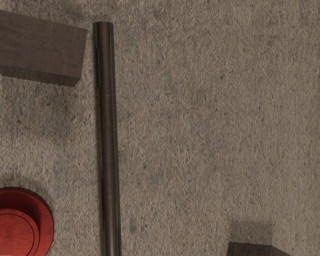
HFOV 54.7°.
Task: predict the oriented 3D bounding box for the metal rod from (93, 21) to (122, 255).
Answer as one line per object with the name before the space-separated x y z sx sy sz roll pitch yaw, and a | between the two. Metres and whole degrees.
metal rod | -0.065 0.021 0.385 0.025 0.025 0.298 -2 91 -20

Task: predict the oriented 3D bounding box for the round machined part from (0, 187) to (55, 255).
round machined part | -0.167 0.117 0.339 0.099 0.042 0.097 0 90 -21

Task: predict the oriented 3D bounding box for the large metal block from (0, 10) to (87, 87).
large metal block | -0.127 -0.079 0.333 0.081 0.080 0.050 7 88 -20

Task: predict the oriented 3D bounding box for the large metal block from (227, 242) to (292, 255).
large metal block | 0.141 0.217 0.450 0.081 0.050 0.080 13 86 -20
